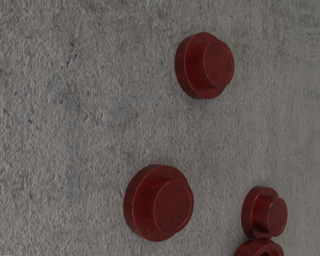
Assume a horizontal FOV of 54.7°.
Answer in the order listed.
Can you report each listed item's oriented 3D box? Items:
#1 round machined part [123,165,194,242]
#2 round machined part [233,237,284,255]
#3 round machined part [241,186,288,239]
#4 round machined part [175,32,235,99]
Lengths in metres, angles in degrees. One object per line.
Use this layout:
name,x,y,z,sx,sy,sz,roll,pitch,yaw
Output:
round machined part,0.005,0.097,0.398,0.099,0.042,0.097,0,90,-40
round machined part,0.159,0.229,0.518,0.099,0.042,0.097,-8,105,-31
round machined part,0.192,0.156,0.555,0.099,0.042,0.097,0,90,-40
round machined part,0.072,-0.091,0.453,0.099,0.042,0.097,0,90,-40
